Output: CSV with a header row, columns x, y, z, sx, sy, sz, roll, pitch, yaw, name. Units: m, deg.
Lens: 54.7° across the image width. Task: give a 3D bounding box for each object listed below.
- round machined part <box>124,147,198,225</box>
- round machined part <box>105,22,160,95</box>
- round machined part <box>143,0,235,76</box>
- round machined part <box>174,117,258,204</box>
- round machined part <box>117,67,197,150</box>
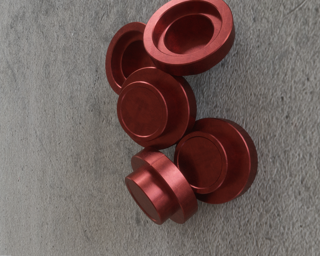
x,y,z,sx,sy,sz,roll,pitch,yaw,name
-0.005,0.074,0.365,0.098,0.042,0.097,43,154,27,round machined part
-0.025,-0.087,0.414,0.098,0.042,0.097,0,90,39,round machined part
0.034,-0.099,0.347,0.098,0.042,0.098,-8,62,16,round machined part
0.055,0.037,0.349,0.098,0.042,0.097,0,90,39,round machined part
-0.011,-0.021,0.359,0.098,0.042,0.097,7,104,30,round machined part
